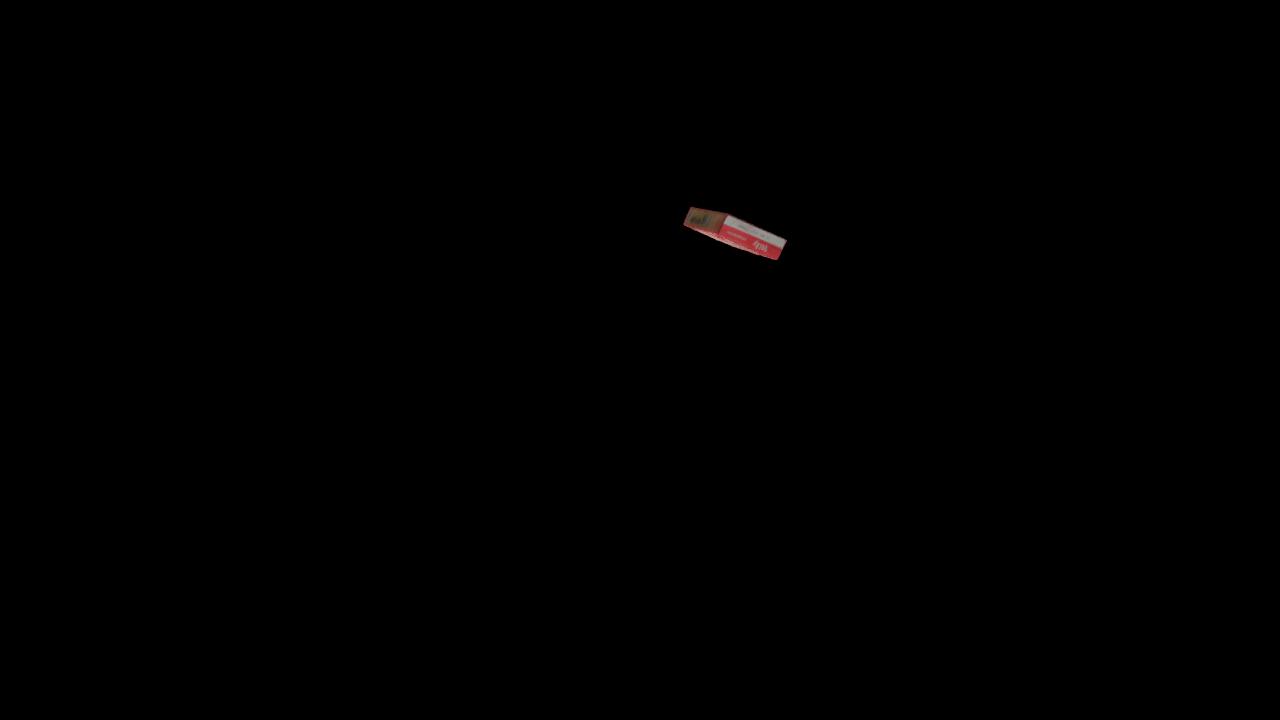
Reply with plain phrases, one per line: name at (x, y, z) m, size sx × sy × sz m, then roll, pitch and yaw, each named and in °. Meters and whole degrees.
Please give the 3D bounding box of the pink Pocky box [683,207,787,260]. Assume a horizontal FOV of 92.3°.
pink Pocky box at (0.115, -0.163, 0.781) m, size 0.084 × 0.029 × 0.155 m, roll 20°, pitch 12°, yaw -17°
